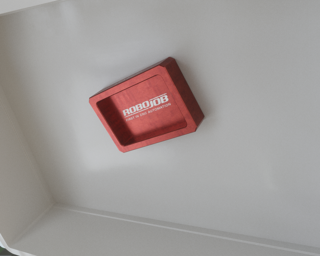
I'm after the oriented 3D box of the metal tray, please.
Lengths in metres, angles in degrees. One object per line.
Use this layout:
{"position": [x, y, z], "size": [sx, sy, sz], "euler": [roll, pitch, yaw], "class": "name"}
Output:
{"position": [-0.020, -0.025, 0.401], "size": [0.130, 0.030, 0.090], "euler": [-18, 109, 35], "class": "metal tray"}
